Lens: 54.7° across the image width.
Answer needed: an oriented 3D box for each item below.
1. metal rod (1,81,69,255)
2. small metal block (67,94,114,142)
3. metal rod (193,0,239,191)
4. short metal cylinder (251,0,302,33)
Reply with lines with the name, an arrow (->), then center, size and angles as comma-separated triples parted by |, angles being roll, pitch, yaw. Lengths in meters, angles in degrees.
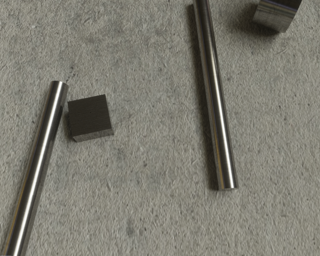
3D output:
metal rod -> -0.158, 0.080, 0.377 | 0.025, 0.025, 0.299 | 7, 70, 2
small metal block -> -0.092, -0.013, 0.412 | 0.050, 0.025, 0.050 | -12, 71, -5
metal rod -> 0.074, -0.064, 0.432 | 0.025, 0.025, 0.299 | -4, 70, -2
short metal cylinder -> 0.172, -0.184, 0.448 | 0.050, 0.080, 0.080 | 21, 71, 7
